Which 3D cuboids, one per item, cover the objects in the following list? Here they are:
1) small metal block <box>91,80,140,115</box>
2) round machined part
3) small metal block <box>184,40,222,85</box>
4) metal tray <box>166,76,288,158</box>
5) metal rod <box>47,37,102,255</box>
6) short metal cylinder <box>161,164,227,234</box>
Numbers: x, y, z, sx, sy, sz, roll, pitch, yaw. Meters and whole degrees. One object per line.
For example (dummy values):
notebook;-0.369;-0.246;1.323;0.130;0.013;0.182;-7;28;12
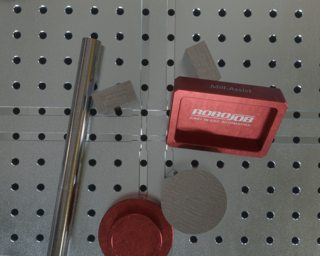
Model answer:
small metal block;-0.055;-0.038;0.400;0.050;0.050;0.025;-21;90;0
round machined part;-0.032;0.140;0.405;0.099;0.042;0.097;0;90;0
small metal block;0.053;-0.079;0.401;0.025;0.050;0.050;-25;90;0
metal tray;0.078;-0.011;0.386;0.131;0.030;0.089;7;129;0
metal rod;-0.114;0.031;0.412;0.025;0.025;0.298;9;90;0
short metal cylinder;0.041;0.089;0.401;0.081;0.050;0.080;0;90;0
